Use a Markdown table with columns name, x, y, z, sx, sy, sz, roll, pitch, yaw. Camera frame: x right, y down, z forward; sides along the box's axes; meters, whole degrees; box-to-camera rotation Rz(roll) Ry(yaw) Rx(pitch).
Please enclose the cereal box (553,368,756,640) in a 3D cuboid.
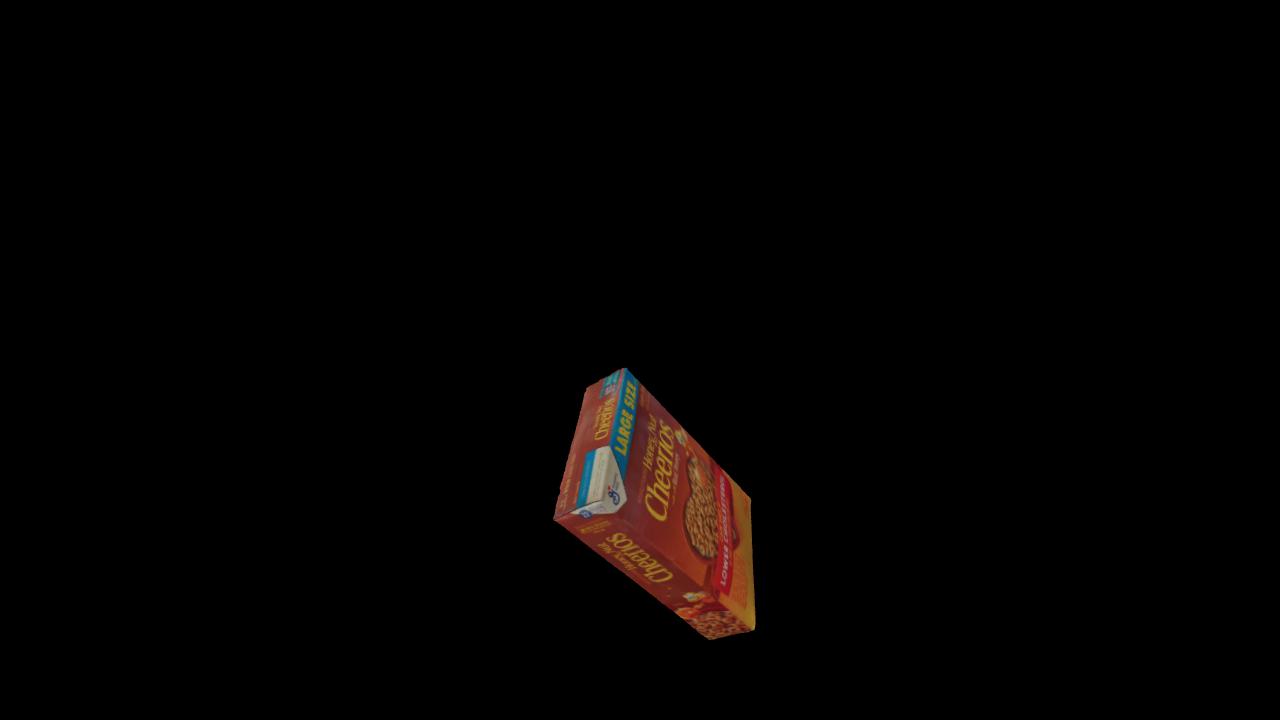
| name | x | y | z | sx | sy | sz | roll | pitch | yaw |
| --- | --- | --- | --- | --- | --- | --- | --- | --- | --- |
| cereal box | 0.035 | 0.182 | 0.767 | 0.081 | 0.306 | 0.203 | -26 | 32 | 27 |
